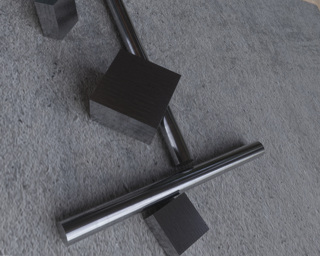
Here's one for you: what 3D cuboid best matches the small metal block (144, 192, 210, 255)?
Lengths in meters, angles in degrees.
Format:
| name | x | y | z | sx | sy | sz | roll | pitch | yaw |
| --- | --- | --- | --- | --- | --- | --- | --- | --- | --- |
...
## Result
| name | x | y | z | sx | sy | sz | roll | pitch | yaw |
| --- | --- | --- | --- | --- | --- | --- | --- | --- | --- |
| small metal block | 0.019 | 0.109 | 0.349 | 0.050 | 0.025 | 0.050 | -26 | 77 | -37 |

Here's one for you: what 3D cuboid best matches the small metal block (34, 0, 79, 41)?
| name | x | y | z | sx | sy | sz | roll | pitch | yaw |
| --- | --- | --- | --- | --- | --- | --- | --- | --- | --- |
| small metal block | -0.134 | -0.152 | 0.406 | 0.025 | 0.050 | 0.050 | 14 | 52 | 8 |

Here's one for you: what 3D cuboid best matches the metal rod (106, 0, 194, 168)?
| name | x | y | z | sx | sy | sz | roll | pitch | yaw |
| --- | --- | --- | --- | --- | --- | --- | --- | --- | --- |
| metal rod | -0.023 | -0.085 | 0.444 | 0.025 | 0.025 | 0.299 | -10 | 67 | -33 |

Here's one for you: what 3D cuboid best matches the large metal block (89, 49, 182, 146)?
| name | x | y | z | sx | sy | sz | roll | pitch | yaw |
| --- | --- | --- | --- | --- | --- | --- | --- | --- | --- |
| large metal block | -0.030 | -0.037 | 0.377 | 0.080 | 0.050 | 0.080 | 24 | 63 | 0 |

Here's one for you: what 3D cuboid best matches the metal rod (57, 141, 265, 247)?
| name | x | y | z | sx | sy | sz | roll | pitch | yaw |
| --- | --- | --- | --- | --- | --- | --- | --- | --- | --- |
| metal rod | 0.027 | 0.066 | 0.379 | 0.303 | 0.025 | 0.025 | -16 | 71 | -35 |
